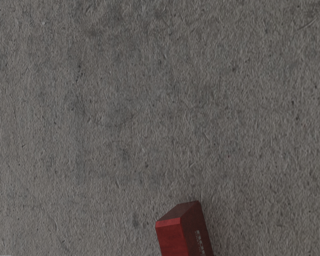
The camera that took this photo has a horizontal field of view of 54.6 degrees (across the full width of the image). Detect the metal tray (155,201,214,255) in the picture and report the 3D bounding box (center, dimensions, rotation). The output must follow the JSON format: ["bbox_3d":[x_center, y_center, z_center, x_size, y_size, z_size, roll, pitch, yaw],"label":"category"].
[{"bbox_3d":[0.038,0.159,0.361,0.030,0.090,0.129,-16,85,19],"label":"metal tray"}]
